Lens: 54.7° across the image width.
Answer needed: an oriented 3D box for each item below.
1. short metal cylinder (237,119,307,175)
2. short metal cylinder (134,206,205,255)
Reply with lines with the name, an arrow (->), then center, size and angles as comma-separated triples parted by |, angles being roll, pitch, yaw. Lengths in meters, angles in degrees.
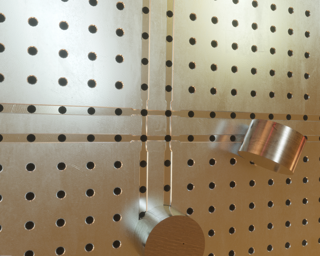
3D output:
short metal cylinder -> 0.159, 0.028, 0.442 | 0.080, 0.080, 0.050 | 28, 81, -18
short metal cylinder -> 0.011, 0.147, 0.404 | 0.081, 0.050, 0.079 | 0, 90, -20
